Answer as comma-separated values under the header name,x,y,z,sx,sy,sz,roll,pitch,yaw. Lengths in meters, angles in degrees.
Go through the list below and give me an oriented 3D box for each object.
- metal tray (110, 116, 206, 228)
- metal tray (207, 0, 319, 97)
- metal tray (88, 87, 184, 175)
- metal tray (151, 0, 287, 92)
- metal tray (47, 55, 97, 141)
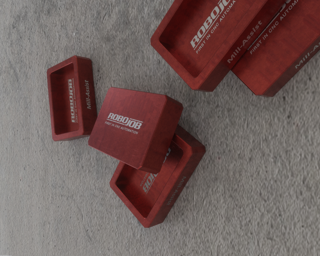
name,x,y,z,sx,sy,sz,roll,pitch,yaw
metal tray,-0.008,0.053,0.408,0.090,0.030,0.129,41,115,32
metal tray,0.118,-0.106,0.304,0.129,0.030,0.090,-51,60,28
metal tray,-0.037,-0.002,0.402,0.130,0.030,0.090,16,84,49
metal tray,0.055,-0.113,0.315,0.090,0.030,0.129,52,120,27
metal tray,-0.150,-0.047,0.525,0.090,0.030,0.129,-11,83,39
